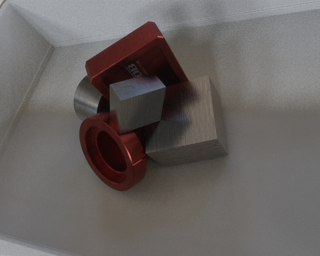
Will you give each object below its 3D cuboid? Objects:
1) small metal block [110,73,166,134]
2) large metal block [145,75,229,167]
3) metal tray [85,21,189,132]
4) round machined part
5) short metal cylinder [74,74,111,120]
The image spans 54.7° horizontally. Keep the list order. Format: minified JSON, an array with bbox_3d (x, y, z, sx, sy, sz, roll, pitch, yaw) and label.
[{"bbox_3d":[-0.025,-0.026,0.328,0.050,0.050,0.025,-20,55,-24],"label":"small metal block"},{"bbox_3d":[0.030,-0.006,0.365,0.080,0.050,0.080,-13,61,20],"label":"large metal block"},{"bbox_3d":[-0.015,-0.053,0.375,0.090,0.130,0.030,-31,53,8],"label":"metal tray"},{"bbox_3d":[-0.051,0.025,0.379,0.098,0.097,0.042,22,38,36],"label":"round machined part"},{"bbox_3d":[-0.069,-0.035,0.424,0.050,0.080,0.080,25,75,36],"label":"short metal cylinder"}]
